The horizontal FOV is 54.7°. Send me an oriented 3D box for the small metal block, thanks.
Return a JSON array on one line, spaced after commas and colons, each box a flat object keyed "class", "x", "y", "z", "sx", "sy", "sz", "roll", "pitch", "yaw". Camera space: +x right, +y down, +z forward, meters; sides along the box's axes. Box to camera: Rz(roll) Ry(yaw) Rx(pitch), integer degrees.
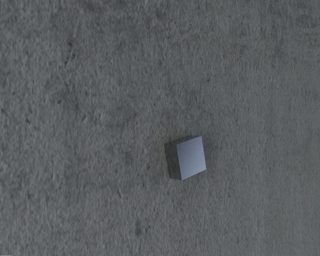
[{"class": "small metal block", "x": 0.036, "y": 0.041, "z": 0.438, "sx": 0.050, "sy": 0.025, "sz": 0.050, "roll": -16, "pitch": 100, "yaw": -39}]
